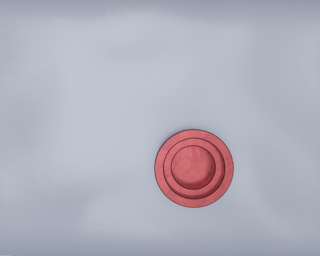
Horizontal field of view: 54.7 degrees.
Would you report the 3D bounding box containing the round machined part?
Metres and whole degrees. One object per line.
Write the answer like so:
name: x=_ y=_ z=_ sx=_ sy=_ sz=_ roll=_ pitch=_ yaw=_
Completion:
round machined part: x=0.042 y=0.050 z=0.404 sx=0.099 sy=0.042 sz=0.097 roll=0 pitch=90 yaw=-1
